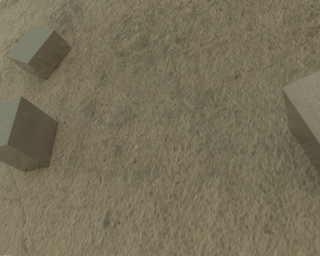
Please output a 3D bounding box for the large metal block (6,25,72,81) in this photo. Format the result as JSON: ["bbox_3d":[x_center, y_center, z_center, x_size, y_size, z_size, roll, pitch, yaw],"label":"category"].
[{"bbox_3d":[-0.233,-0.146,0.597,0.080,0.050,0.080,22,73,35],"label":"large metal block"}]

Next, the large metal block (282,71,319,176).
[{"bbox_3d":[0.159,0.002,0.284,0.050,0.080,0.080,-26,53,12],"label":"large metal block"}]

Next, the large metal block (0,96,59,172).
[{"bbox_3d":[-0.207,0.011,0.468,0.050,0.080,0.080,-13,56,21],"label":"large metal block"}]
